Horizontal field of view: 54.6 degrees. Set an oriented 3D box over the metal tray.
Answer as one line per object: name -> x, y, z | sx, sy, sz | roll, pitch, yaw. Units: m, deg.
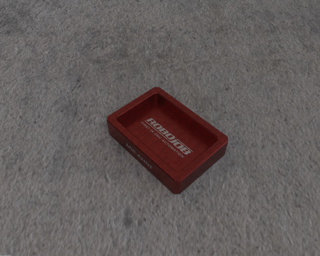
metal tray -> 0.007, 0.009, 0.392 | 0.090, 0.030, 0.130 | -36, 59, -26
